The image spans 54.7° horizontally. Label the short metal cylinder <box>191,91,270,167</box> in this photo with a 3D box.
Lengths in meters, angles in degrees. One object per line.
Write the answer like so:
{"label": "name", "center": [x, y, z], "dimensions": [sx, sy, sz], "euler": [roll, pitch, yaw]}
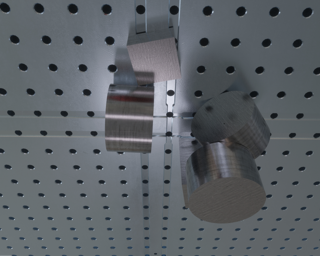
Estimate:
{"label": "short metal cylinder", "center": [0.085, 0.001, 0.377], "dimensions": [0.080, 0.080, 0.050], "euler": [-26, 125, 20]}

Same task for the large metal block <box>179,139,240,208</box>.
{"label": "large metal block", "center": [0.070, 0.059, 0.426], "dimensions": [0.080, 0.080, 0.050], "euler": [-6, 130, 5]}

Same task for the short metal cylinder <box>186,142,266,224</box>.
{"label": "short metal cylinder", "center": [0.070, 0.061, 0.343], "dimensions": [0.081, 0.050, 0.079], "euler": [0, 130, 0]}

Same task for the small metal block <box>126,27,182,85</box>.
{"label": "small metal block", "center": [-0.005, -0.079, 0.344], "dimensions": [0.050, 0.025, 0.050], "euler": [-9, 130, 7]}

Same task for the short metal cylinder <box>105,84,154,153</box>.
{"label": "short metal cylinder", "center": [-0.034, -0.011, 0.366], "dimensions": [0.050, 0.080, 0.079], "euler": [3, 130, -3]}
